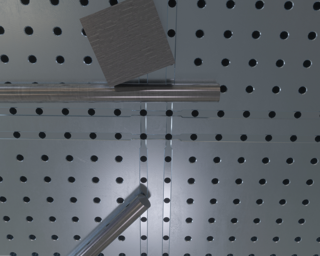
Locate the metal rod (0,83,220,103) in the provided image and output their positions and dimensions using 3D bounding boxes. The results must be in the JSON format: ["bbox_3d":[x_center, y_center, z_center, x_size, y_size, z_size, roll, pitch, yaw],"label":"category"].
[{"bbox_3d":[-0.076,-0.045,0.396,0.302,0.025,0.025,0,110,0],"label":"metal rod"}]

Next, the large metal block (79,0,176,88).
[{"bbox_3d":[-0.034,-0.103,0.362,0.080,0.050,0.080,-19,109,7],"label":"large metal block"}]

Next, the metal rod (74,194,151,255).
[{"bbox_3d":[-0.125,0.209,0.489,0.025,0.025,0.299,41,105,-14],"label":"metal rod"}]
